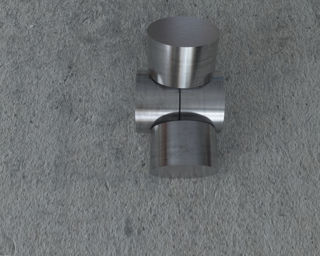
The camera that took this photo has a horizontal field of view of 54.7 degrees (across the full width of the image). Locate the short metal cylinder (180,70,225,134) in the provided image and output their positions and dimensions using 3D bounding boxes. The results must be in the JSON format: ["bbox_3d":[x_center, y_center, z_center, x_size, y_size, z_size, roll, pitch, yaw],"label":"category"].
[{"bbox_3d":[0.049,-0.033,0.392,0.050,0.080,0.080,0,70,0],"label":"short metal cylinder"}]

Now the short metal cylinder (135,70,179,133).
[{"bbox_3d":[-0.003,-0.033,0.393,0.050,0.080,0.080,1,70,0],"label":"short metal cylinder"}]

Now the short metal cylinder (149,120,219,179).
[{"bbox_3d":[0.028,0.029,0.370,0.081,0.080,0.050,0,70,0],"label":"short metal cylinder"}]

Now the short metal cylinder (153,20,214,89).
[{"bbox_3d":[0.031,-0.102,0.435,0.081,0.050,0.080,0,70,0],"label":"short metal cylinder"}]

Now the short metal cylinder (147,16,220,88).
[{"bbox_3d":[0.026,-0.089,0.359,0.081,0.050,0.080,1,41,0],"label":"short metal cylinder"}]
